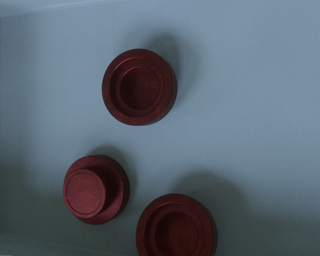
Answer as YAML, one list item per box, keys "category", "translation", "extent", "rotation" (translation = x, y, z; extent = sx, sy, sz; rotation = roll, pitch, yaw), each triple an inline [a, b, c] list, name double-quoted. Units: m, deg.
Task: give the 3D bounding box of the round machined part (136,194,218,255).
- category: "round machined part"
  translation: [0.023, 0.133, 0.383]
  extent: [0.098, 0.042, 0.098]
  rotation: [-8, 67, 21]

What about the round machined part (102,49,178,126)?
- category: "round machined part"
  translation: [-0.024, -0.051, 0.410]
  extent: [0.098, 0.042, 0.097]
  rotation: [0, 90, 20]

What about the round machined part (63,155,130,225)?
- category: "round machined part"
  translation: [-0.095, 0.088, 0.435]
  extent: [0.098, 0.042, 0.097]
  rotation: [0, 90, 20]
